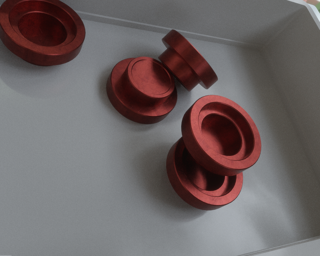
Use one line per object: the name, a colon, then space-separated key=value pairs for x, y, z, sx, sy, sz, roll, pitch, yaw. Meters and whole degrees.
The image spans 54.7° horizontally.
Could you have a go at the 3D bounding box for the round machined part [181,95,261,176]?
round machined part: x=0.068 y=0.012 z=0.372 sx=0.099 sy=0.042 sz=0.098 roll=14 pitch=56 yaw=-21

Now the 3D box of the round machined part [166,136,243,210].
round machined part: x=0.051 y=0.055 z=0.390 sx=0.099 sy=0.042 sz=0.098 roll=14 pitch=56 yaw=-21

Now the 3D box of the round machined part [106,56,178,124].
round machined part: x=-0.019 y=-0.058 z=0.421 sx=0.099 sy=0.042 sz=0.098 roll=14 pitch=56 yaw=-21

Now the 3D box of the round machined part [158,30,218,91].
round machined part: x=0.035 y=-0.091 z=0.449 sx=0.098 sy=0.042 sz=0.098 roll=47 pitch=6 yaw=-6

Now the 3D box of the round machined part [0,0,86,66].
round machined part: x=-0.147 y=-0.117 z=0.387 sx=0.099 sy=0.042 sz=0.098 roll=14 pitch=56 yaw=-21
